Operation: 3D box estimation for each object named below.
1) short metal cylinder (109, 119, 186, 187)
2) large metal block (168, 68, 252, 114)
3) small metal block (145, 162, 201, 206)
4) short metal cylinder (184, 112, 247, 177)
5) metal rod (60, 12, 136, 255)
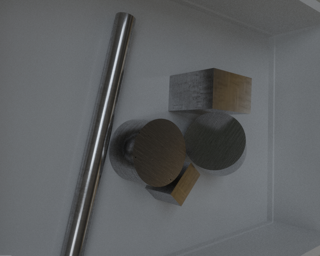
[{"bbox_3d":[-0.015,0.029,0.380,0.081,0.050,0.079,0,90,-40],"label":"short metal cylinder"},{"bbox_3d":[0.069,-0.046,0.431,0.081,0.080,0.050,4,88,-40],"label":"large metal block"},{"bbox_3d":[0.017,0.070,0.407,0.025,0.050,0.050,52,59,-28],"label":"small metal block"},{"bbox_3d":[0.078,0.024,0.430,0.050,0.080,0.080,49,56,-66],"label":"short metal cylinder"},{"bbox_3d":[-0.069,0.012,0.349,0.025,0.025,0.299,18,78,-39],"label":"metal rod"}]
